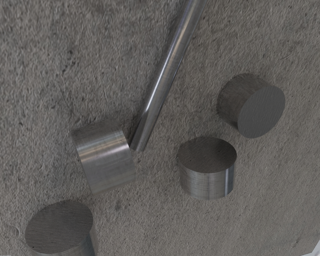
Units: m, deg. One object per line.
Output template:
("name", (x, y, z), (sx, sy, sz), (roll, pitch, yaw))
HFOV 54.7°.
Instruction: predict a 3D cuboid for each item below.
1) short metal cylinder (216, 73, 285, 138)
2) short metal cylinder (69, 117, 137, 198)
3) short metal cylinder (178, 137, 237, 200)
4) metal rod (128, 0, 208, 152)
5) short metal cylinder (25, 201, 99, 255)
("short metal cylinder", (0.129, -0.032, 0.441), (0.081, 0.050, 0.079), (-14, 124, -21))
("short metal cylinder", (-0.066, 0.033, 0.356), (0.050, 0.080, 0.079), (-20, 126, -17))
("short metal cylinder", (0.067, 0.056, 0.443), (0.081, 0.080, 0.050), (-18, 126, -18))
("metal rod", (0.024, -0.105, 0.354), (0.025, 0.025, 0.298), (10, 113, -33))
("short metal cylinder", (-0.122, 0.139, 0.391), (0.081, 0.080, 0.050), (-15, 125, -20))
